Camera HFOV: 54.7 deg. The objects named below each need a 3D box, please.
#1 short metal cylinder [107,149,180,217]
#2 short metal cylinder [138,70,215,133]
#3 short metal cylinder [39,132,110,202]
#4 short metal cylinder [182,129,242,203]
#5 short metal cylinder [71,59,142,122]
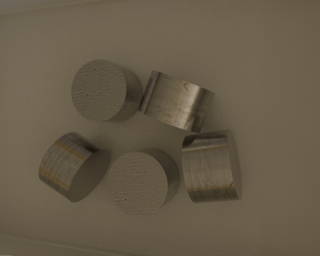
[{"bbox_3d":[-0.020,0.068,0.402,0.080,0.050,0.079,0,90,19],"label":"short metal cylinder"},{"bbox_3d":[0.020,-0.032,0.373,0.080,0.080,0.050,23,98,18],"label":"short metal cylinder"},{"bbox_3d":[-0.113,0.052,0.417,0.050,0.080,0.080,29,99,17],"label":"short metal cylinder"},{"bbox_3d":[0.062,0.044,0.357,0.050,0.080,0.080,-10,87,19],"label":"short metal cylinder"},{"bbox_3d":[-0.071,-0.048,0.419,0.080,0.050,0.079,0,90,19],"label":"short metal cylinder"}]
